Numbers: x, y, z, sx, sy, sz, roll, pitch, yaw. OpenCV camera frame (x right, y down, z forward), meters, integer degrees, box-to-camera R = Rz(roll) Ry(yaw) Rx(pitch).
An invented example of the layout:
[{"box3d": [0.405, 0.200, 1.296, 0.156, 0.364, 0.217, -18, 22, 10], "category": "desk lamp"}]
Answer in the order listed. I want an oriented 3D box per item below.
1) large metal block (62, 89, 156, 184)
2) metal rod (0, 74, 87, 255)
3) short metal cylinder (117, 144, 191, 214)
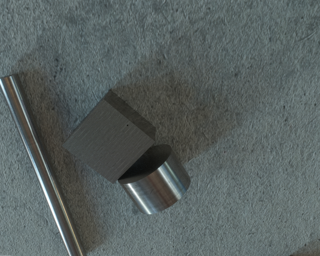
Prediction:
[{"box3d": [-0.063, 0.011, 0.400, 0.080, 0.050, 0.080, 41, 105, -14], "category": "large metal block"}, {"box3d": [-0.157, 0.072, 0.434, 0.025, 0.025, 0.298, -12, 110, 4], "category": "metal rod"}, {"box3d": [-0.008, 0.065, 0.404, 0.080, 0.080, 0.050, -28, 108, 10], "category": "short metal cylinder"}]
